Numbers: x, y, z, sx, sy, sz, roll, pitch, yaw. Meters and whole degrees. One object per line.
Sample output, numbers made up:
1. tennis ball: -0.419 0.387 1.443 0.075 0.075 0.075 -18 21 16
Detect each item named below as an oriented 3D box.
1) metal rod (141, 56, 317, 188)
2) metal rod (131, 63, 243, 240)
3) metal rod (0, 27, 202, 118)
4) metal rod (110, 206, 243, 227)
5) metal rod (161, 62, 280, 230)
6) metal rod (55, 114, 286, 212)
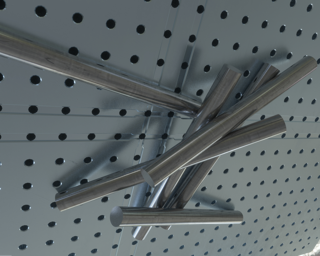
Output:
1. metal rod: 0.103 -0.020 0.397 0.302 0.025 0.025 -33 130 -23
2. metal rod: 0.027 0.049 0.433 0.025 0.025 0.298 9 120 -32
3. metal rod: -0.056 -0.054 0.346 0.302 0.025 0.025 15 110 -35
4. metal rod: 0.048 0.141 0.492 0.302 0.025 0.025 17 110 -45
5. metal rod: 0.083 0.036 0.477 0.025 0.025 0.299 23 106 -36
6. metal rod: 0.012 0.045 0.397 0.301 0.025 0.025 -20 128 2
